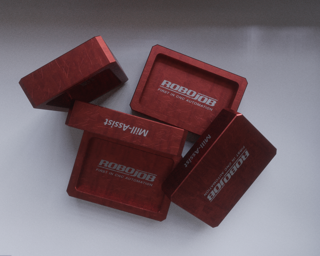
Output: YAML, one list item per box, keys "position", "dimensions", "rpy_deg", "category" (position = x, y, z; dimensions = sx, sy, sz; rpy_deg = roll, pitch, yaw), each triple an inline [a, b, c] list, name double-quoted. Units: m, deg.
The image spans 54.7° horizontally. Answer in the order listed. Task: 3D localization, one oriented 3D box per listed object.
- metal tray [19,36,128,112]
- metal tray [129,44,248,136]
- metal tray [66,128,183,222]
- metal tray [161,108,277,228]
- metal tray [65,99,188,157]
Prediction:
- position: [-0.088, -0.054, 0.355]
  dimensions: [0.090, 0.130, 0.030]
  rpy_deg: [-30, 91, 0]
  category: "metal tray"
- position: [0.037, -0.043, 0.408]
  dimensions: [0.131, 0.030, 0.090]
  rpy_deg: [21, 90, -1]
  category: "metal tray"
- position: [-0.044, 0.059, 0.405]
  dimensions: [0.131, 0.030, 0.090]
  rpy_deg: [16, 90, -1]
  category: "metal tray"
- position: [0.076, 0.051, 0.389]
  dimensions: [0.090, 0.030, 0.130]
  rpy_deg: [39, 90, -29]
  category: "metal tray"
- position: [-0.036, -0.001, 0.376]
  dimensions: [0.131, 0.090, 0.030]
  rpy_deg: [16, 90, -1]
  category: "metal tray"
